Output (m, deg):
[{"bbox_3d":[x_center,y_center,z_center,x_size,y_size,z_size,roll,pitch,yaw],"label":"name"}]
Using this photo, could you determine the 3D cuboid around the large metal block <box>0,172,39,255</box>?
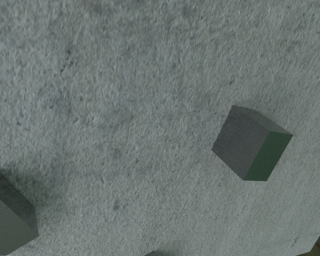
[{"bbox_3d":[-0.198,0.105,0.348,0.080,0.050,0.080,-30,129,-10],"label":"large metal block"}]

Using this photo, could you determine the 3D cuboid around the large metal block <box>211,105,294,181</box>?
[{"bbox_3d":[0.133,0.022,0.460,0.050,0.080,0.079,8,114,-32],"label":"large metal block"}]

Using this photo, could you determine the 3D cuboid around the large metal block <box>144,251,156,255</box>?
[{"bbox_3d":[-0.029,0.279,0.549,0.081,0.050,0.080,-24,128,-14],"label":"large metal block"}]
